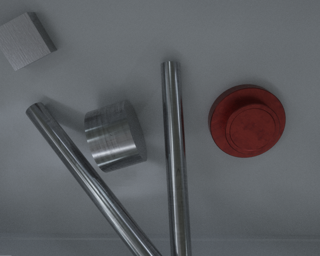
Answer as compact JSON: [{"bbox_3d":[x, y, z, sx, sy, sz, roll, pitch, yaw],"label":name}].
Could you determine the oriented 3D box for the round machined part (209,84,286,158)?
[{"bbox_3d":[0.115,-0.004,0.402,0.099,0.042,0.097,0,110,-1],"label":"round machined part"}]

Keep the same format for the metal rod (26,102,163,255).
[{"bbox_3d":[-0.066,0.085,0.369,0.025,0.025,0.300,-45,77,14],"label":"metal rod"}]

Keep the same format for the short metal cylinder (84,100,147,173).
[{"bbox_3d":[-0.053,0.010,0.385,0.050,0.080,0.080,-17,109,6],"label":"short metal cylinder"}]

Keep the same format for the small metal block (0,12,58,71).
[{"bbox_3d":[-0.162,-0.104,0.371,0.050,0.025,0.050,-25,109,8],"label":"small metal block"}]

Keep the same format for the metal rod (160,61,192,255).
[{"bbox_3d":[0.021,0.069,0.374,0.025,0.025,0.298,-3,86,1],"label":"metal rod"}]
